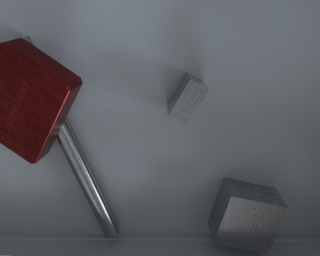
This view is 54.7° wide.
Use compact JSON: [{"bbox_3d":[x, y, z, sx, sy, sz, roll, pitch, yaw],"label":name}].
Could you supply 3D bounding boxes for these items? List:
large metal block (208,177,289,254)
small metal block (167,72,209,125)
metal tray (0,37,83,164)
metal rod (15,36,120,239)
[{"bbox_3d":[0.123,0.126,0.446,0.081,0.050,0.079,13,110,-5],"label":"large metal block"},{"bbox_3d":[0.033,-0.038,0.385,0.025,0.050,0.050,29,107,-10],"label":"small metal block"},{"bbox_3d":[-0.160,-0.029,0.372,0.090,0.030,0.129,35,120,-1],"label":"metal tray"},{"bbox_3d":[-0.120,0.026,0.419,0.025,0.025,0.298,-18,109,6],"label":"metal rod"}]
